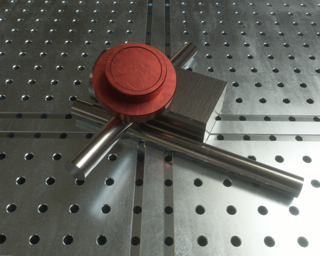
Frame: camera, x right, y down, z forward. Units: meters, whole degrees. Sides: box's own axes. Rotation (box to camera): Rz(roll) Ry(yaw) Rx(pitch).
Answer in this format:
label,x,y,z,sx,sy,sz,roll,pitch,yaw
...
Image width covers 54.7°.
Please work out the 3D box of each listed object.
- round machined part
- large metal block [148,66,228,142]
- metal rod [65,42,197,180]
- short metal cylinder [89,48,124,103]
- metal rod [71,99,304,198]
label,x,y,z,sx,sy,sz,roll,pitch,yaw
round machined part,-0.029,-0.059,0.361,0.099,0.042,0.098,3,70,-7
large metal block,0.035,-0.030,0.413,0.080,0.050,0.080,20,53,16
metal rod,-0.018,-0.044,0.419,0.025,0.025,0.301,22,46,17
short metal cylinder,-0.053,-0.064,0.424,0.050,0.080,0.080,20,53,15
metal rod,0.022,0.020,0.390,0.301,0.025,0.025,19,53,15
